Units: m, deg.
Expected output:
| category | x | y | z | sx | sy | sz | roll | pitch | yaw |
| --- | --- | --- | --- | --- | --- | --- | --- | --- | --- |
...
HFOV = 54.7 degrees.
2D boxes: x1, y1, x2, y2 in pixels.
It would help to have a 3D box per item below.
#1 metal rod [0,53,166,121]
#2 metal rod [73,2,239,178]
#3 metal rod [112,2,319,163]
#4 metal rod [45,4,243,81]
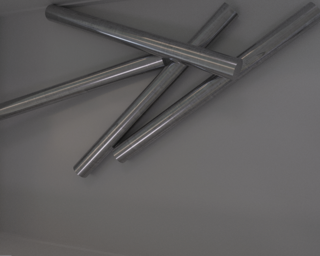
| category | x | y | z | sx | sy | sz | roll | pitch | yaw |
| --- | --- | --- | --- | --- | --- | --- | --- | --- | --- |
| metal rod | -0.136 | -0.053 | 0.445 | 0.301 | 0.025 | 0.025 | -15 | 85 | 14 |
| metal rod | -0.014 | -0.041 | 0.415 | 0.299 | 0.025 | 0.025 | -46 | 76 | 14 |
| metal rod | 0.059 | -0.047 | 0.389 | 0.300 | 0.025 | 0.025 | -36 | 79 | 16 |
| metal rod | -0.039 | -0.119 | 0.405 | 0.300 | 0.025 | 0.025 | 24 | 98 | 25 |
